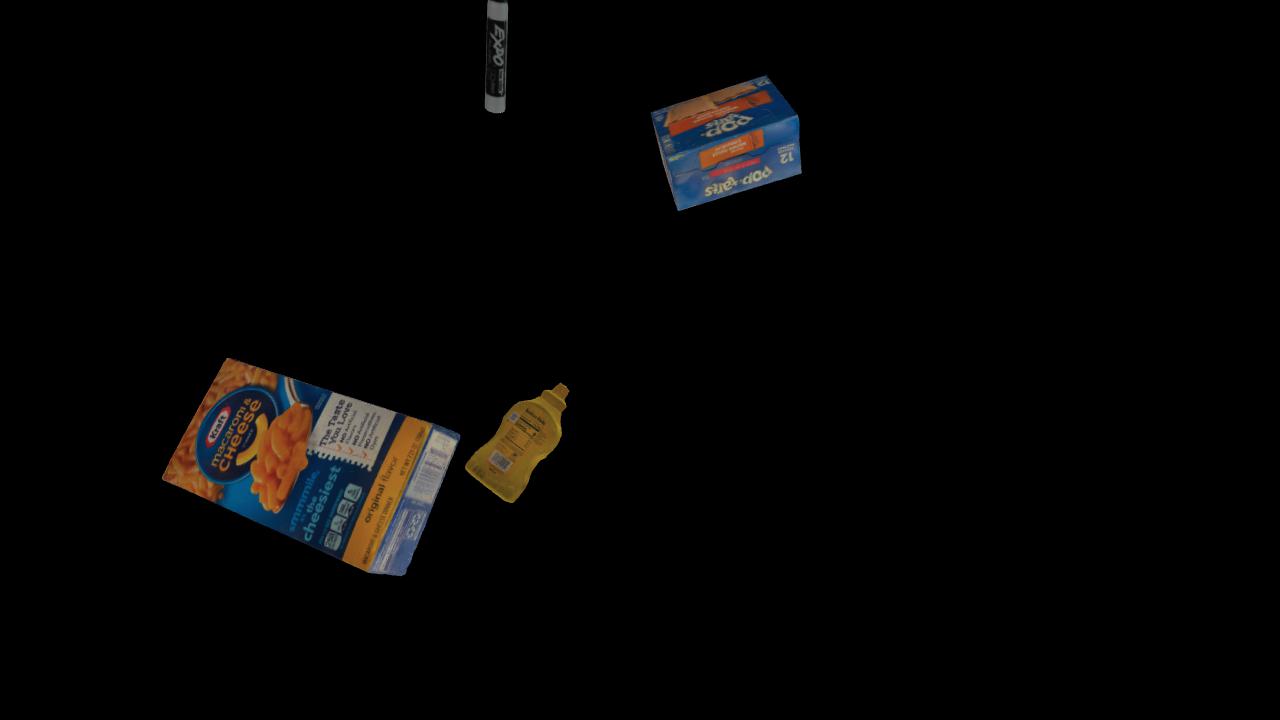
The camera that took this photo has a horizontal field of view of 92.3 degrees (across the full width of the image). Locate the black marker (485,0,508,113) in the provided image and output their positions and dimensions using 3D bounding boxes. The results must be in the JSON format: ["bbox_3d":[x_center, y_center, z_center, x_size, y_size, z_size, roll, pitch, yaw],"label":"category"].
[{"bbox_3d":[-0.122,-0.273,0.525,0.020,0.020,0.121,0,-43,-15],"label":"black marker"}]

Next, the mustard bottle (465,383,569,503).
[{"bbox_3d":[-0.165,0.110,0.903,0.092,0.184,0.054,32,-12,20],"label":"mustard bottle"}]

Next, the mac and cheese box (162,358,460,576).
[{"bbox_3d":[-0.216,0.064,0.401,0.184,0.093,0.041,13,-15,20],"label":"mac and cheese box"}]

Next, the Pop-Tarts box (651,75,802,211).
[{"bbox_3d":[0.110,-0.289,0.813,0.167,0.141,0.083,-16,-46,6],"label":"Pop-Tarts box"}]
